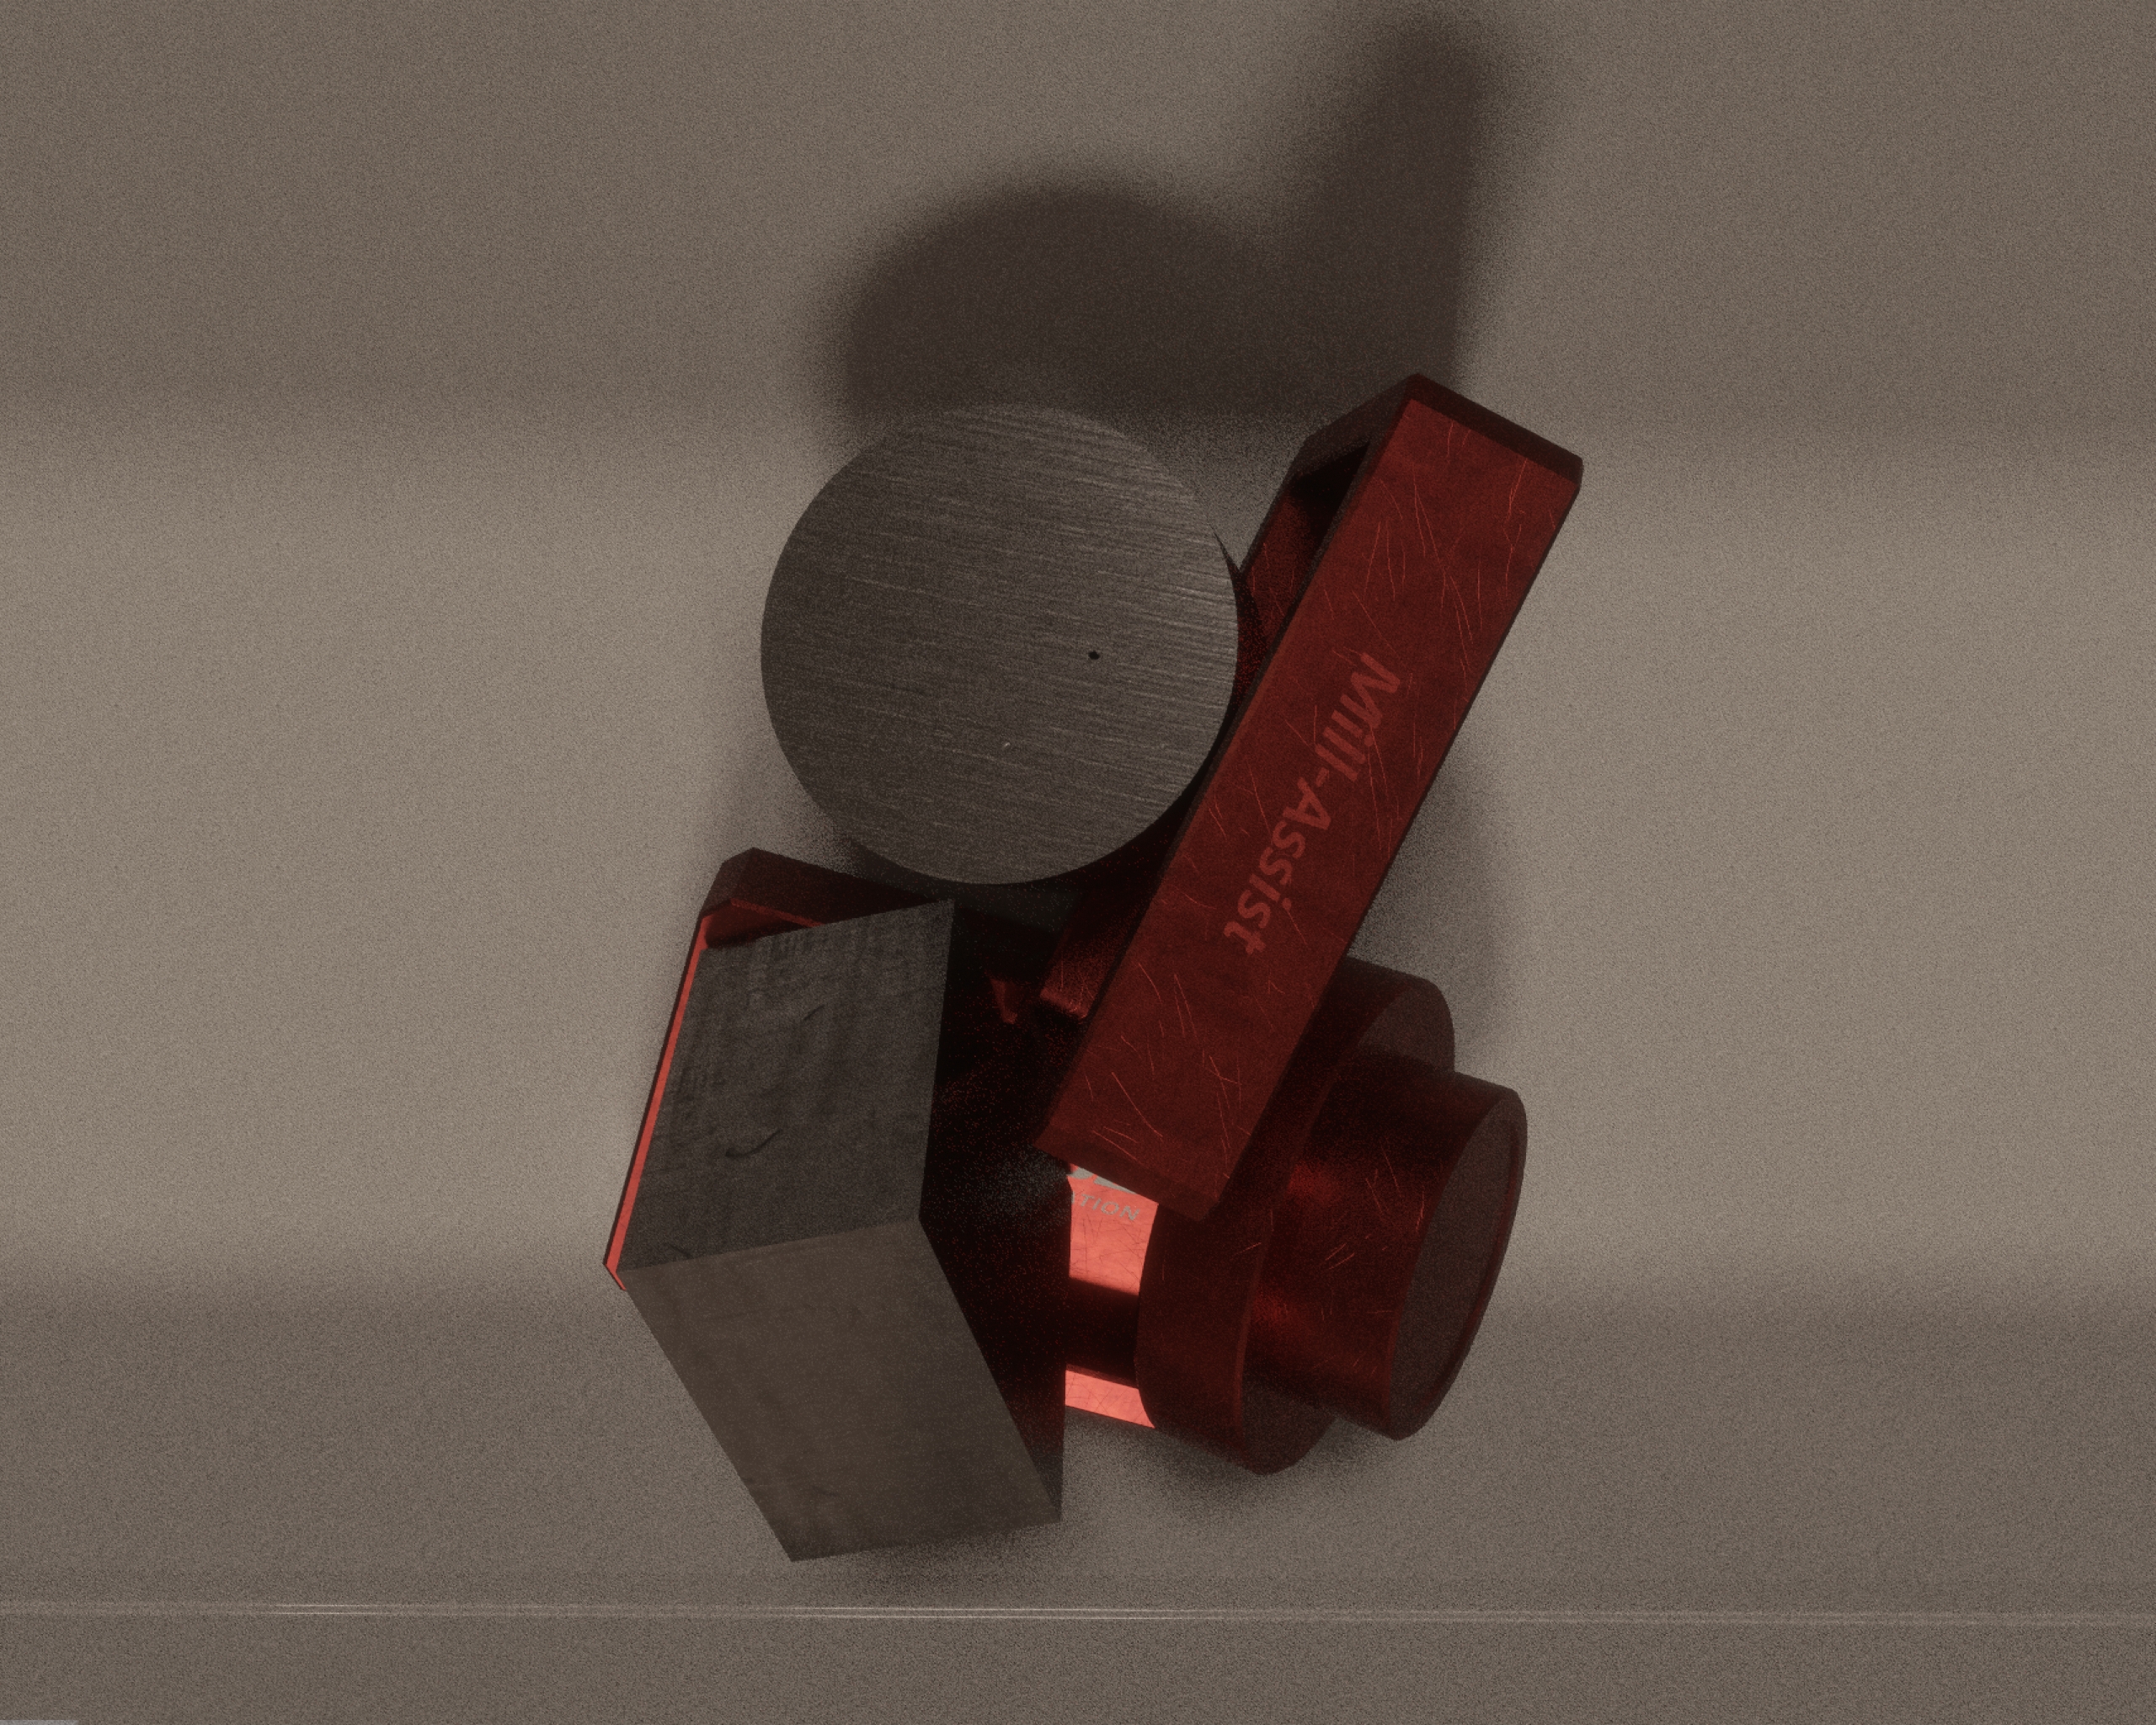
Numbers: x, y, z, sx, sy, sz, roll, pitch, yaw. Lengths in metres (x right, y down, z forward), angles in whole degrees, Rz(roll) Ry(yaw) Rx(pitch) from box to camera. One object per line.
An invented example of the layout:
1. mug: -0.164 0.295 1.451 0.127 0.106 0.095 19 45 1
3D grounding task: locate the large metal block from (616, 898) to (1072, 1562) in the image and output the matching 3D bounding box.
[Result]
1. large metal block: -0.037 0.066 0.380 0.050 0.080 0.080 -12 126 10

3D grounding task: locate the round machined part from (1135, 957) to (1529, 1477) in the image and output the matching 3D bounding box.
1. round machined part: 0.053 0.069 0.393 0.042 0.099 0.097 17 112 26

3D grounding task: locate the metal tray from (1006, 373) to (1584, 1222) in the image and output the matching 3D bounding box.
1. metal tray: 0.031 -0.013 0.354 0.030 0.090 0.129 26 92 -6

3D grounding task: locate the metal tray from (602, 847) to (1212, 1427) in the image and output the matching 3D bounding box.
1. metal tray: -0.021 0.059 0.427 0.131 0.030 0.089 16 109 -6

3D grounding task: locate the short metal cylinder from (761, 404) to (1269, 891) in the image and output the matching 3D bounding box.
1. short metal cylinder: -0.009 -0.035 0.367 0.080 0.050 0.080 -1 87 11
